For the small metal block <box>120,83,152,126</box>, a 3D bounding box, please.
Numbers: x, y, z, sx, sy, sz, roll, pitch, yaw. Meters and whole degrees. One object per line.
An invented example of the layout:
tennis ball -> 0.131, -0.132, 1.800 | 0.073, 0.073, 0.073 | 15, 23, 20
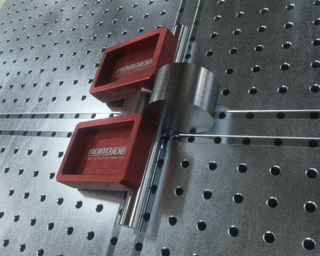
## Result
small metal block -> -0.031, -0.026, 0.422 | 0.050, 0.025, 0.050 | -23, 45, 54

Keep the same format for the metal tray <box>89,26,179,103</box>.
metal tray -> -0.041, -0.091, 0.460 | 0.130, 0.030, 0.090 | -7, 58, 39

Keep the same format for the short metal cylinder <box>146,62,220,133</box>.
short metal cylinder -> 0.028, -0.034, 0.375 | 0.080, 0.080, 0.050 | 0, 62, 28

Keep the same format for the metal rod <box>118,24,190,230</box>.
metal rod -> -0.001, -0.019, 0.415 | 0.025, 0.025, 0.300 | 0, 62, 28

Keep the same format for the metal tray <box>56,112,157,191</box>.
metal tray -> -0.072, 0.032, 0.401 | 0.130, 0.030, 0.090 | -7, 58, 39
